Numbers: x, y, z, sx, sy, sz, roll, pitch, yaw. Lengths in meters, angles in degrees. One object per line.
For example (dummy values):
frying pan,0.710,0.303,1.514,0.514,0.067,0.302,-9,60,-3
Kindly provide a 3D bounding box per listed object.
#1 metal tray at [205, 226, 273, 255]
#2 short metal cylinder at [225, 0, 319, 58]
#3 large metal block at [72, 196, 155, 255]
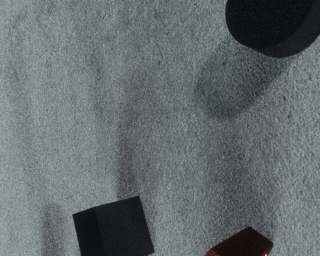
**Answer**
metal tray,0.059,0.170,0.313,0.030,0.091,0.129,32,110,35
short metal cylinder,0.111,-0.112,0.297,0.080,0.050,0.080,0,90,40
large metal block,-0.062,0.144,0.421,0.050,0.081,0.080,-27,73,37
